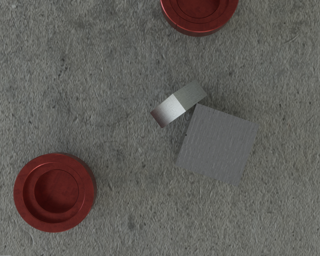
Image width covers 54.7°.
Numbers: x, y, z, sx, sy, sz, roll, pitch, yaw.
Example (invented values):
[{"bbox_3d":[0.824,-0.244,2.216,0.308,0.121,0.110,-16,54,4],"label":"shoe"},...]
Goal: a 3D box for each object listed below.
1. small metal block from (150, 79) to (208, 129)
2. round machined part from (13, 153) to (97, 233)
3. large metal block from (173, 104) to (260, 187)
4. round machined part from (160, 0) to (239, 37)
[{"bbox_3d":[0.023,-0.030,0.388,0.025,0.050,0.050,54,47,0],"label":"small metal block"},{"bbox_3d":[-0.130,0.080,0.400,0.099,0.042,0.097,0,90,-1],"label":"round machined part"},{"bbox_3d":[0.069,0.020,0.398,0.080,0.050,0.080,19,90,-1],"label":"large metal block"},{"bbox_3d":[0.049,-0.167,0.402,0.099,0.042,0.097,0,90,-1],"label":"round machined part"}]
